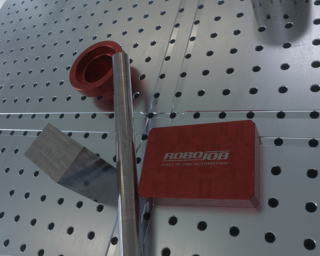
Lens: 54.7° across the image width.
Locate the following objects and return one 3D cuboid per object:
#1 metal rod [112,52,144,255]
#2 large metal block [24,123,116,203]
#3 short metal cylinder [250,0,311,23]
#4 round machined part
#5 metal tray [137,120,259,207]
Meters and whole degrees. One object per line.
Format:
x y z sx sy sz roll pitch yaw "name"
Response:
-0.042 0.032 0.386 0.025 0.025 0.299 -16 63 19 "metal rod"
-0.113 0.046 0.404 0.080 0.080 0.050 26 76 37 "large metal block"
0.163 -0.192 0.425 0.080 0.050 0.080 -13 56 21 "short metal cylinder"
-0.093 -0.090 0.502 0.098 0.042 0.098 -13 56 21 "round machined part"
0.045 0.041 0.357 0.130 0.030 0.090 -5 59 25 "metal tray"
